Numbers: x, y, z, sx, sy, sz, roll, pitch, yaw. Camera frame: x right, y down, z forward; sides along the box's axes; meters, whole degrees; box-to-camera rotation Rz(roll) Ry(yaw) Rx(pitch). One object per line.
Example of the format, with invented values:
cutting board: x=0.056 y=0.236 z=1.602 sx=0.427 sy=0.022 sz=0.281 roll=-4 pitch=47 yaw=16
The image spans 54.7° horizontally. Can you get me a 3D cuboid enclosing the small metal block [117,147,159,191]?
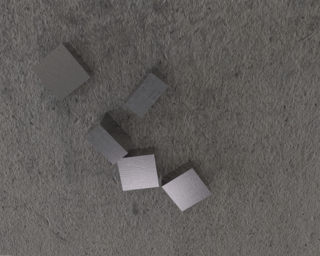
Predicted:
small metal block: x=-0.029 y=0.057 z=0.430 sx=0.050 sy=0.025 sz=0.050 roll=-7 pitch=110 yaw=2

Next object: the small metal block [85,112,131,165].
small metal block: x=-0.065 y=0.012 z=0.400 sx=0.025 sy=0.050 sz=0.050 roll=-38 pitch=106 yaw=13

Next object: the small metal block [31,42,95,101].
small metal block: x=-0.119 y=-0.070 z=0.383 sx=0.050 sy=0.025 sz=0.050 roll=-35 pitch=107 yaw=12

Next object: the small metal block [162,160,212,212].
small metal block: x=0.037 y=0.082 z=0.440 sx=0.050 sy=0.025 sz=0.050 roll=-33 pitch=107 yaw=11

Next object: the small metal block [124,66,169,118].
small metal block: x=-0.016 y=-0.045 z=0.379 sx=0.025 sy=0.050 sz=0.050 roll=38 pitch=106 yaw=-13
